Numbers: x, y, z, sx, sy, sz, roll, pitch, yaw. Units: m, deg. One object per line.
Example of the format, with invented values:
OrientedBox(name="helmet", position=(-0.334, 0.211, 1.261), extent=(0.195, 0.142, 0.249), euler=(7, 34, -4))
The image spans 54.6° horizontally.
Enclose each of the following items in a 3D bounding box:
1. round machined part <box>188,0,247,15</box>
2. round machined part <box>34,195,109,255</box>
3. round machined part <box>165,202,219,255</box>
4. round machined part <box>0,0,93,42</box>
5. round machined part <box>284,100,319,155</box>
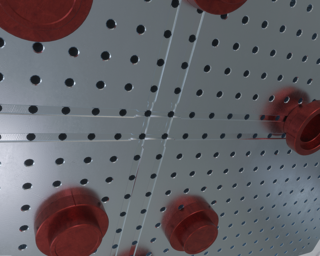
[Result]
OrientedBox(name="round machined part", position=(0.072, -0.172, 0.332), extent=(0.099, 0.042, 0.097), euler=(-14, 124, -21))
OrientedBox(name="round machined part", position=(-0.117, 0.143, 0.424), extent=(0.099, 0.042, 0.097), euler=(-14, 124, -21))
OrientedBox(name="round machined part", position=(0.062, 0.183, 0.546), extent=(0.099, 0.042, 0.097), euler=(-14, 124, -21))
OrientedBox(name="round machined part", position=(-0.105, -0.123, 0.267), extent=(0.099, 0.042, 0.097), euler=(-14, 124, -21))
OrientedBox(name="round machined part", position=(0.256, -0.004, 0.536), extent=(0.099, 0.042, 0.097), euler=(-14, 124, -21))
